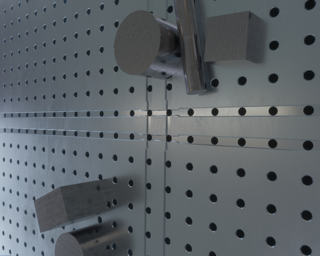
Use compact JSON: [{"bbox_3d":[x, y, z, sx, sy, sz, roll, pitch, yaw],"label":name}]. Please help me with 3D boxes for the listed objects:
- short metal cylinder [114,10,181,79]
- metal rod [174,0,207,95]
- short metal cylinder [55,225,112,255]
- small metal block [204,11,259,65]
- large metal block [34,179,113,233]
[{"bbox_3d":[-0.014,-0.106,0.405,0.080,0.050,0.079,0,90,40],"label":"short metal cylinder"},{"bbox_3d":[0.025,-0.190,0.388,0.025,0.025,0.298,-12,82,39],"label":"metal rod"},{"bbox_3d":[-0.124,0.202,0.495,0.080,0.050,0.079,0,90,40],"label":"short metal cylinder"},{"bbox_3d":[0.079,-0.098,0.344,0.050,0.025,0.050,6,94,39],"label":"small metal block"},{"bbox_3d":[-0.136,0.121,0.486,0.080,0.081,0.050,-29,72,36],"label":"large metal block"}]
